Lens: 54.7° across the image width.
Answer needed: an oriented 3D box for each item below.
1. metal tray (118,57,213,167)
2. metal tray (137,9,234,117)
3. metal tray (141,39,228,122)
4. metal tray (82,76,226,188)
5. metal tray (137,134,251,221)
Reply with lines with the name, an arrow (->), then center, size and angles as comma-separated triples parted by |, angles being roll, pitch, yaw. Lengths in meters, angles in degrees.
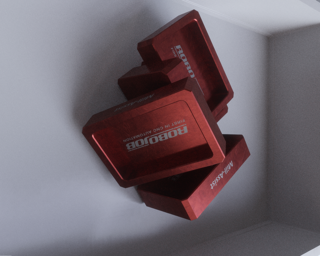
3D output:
metal tray -> 0.014, -0.015, 0.374 | 0.030, 0.090, 0.130 | -45, 117, -31
metal tray -> 0.038, -0.071, 0.396 | 0.090, 0.030, 0.130 | -44, 116, -31
metal tray -> 0.039, -0.055, 0.438 | 0.090, 0.030, 0.130 | -41, 114, -31
metal tray -> -0.006, 0.010, 0.334 | 0.090, 0.130, 0.030 | 60, 25, -23
metal tray -> 0.045, 0.055, 0.402 | 0.131, 0.090, 0.030 | -40, 115, -33
